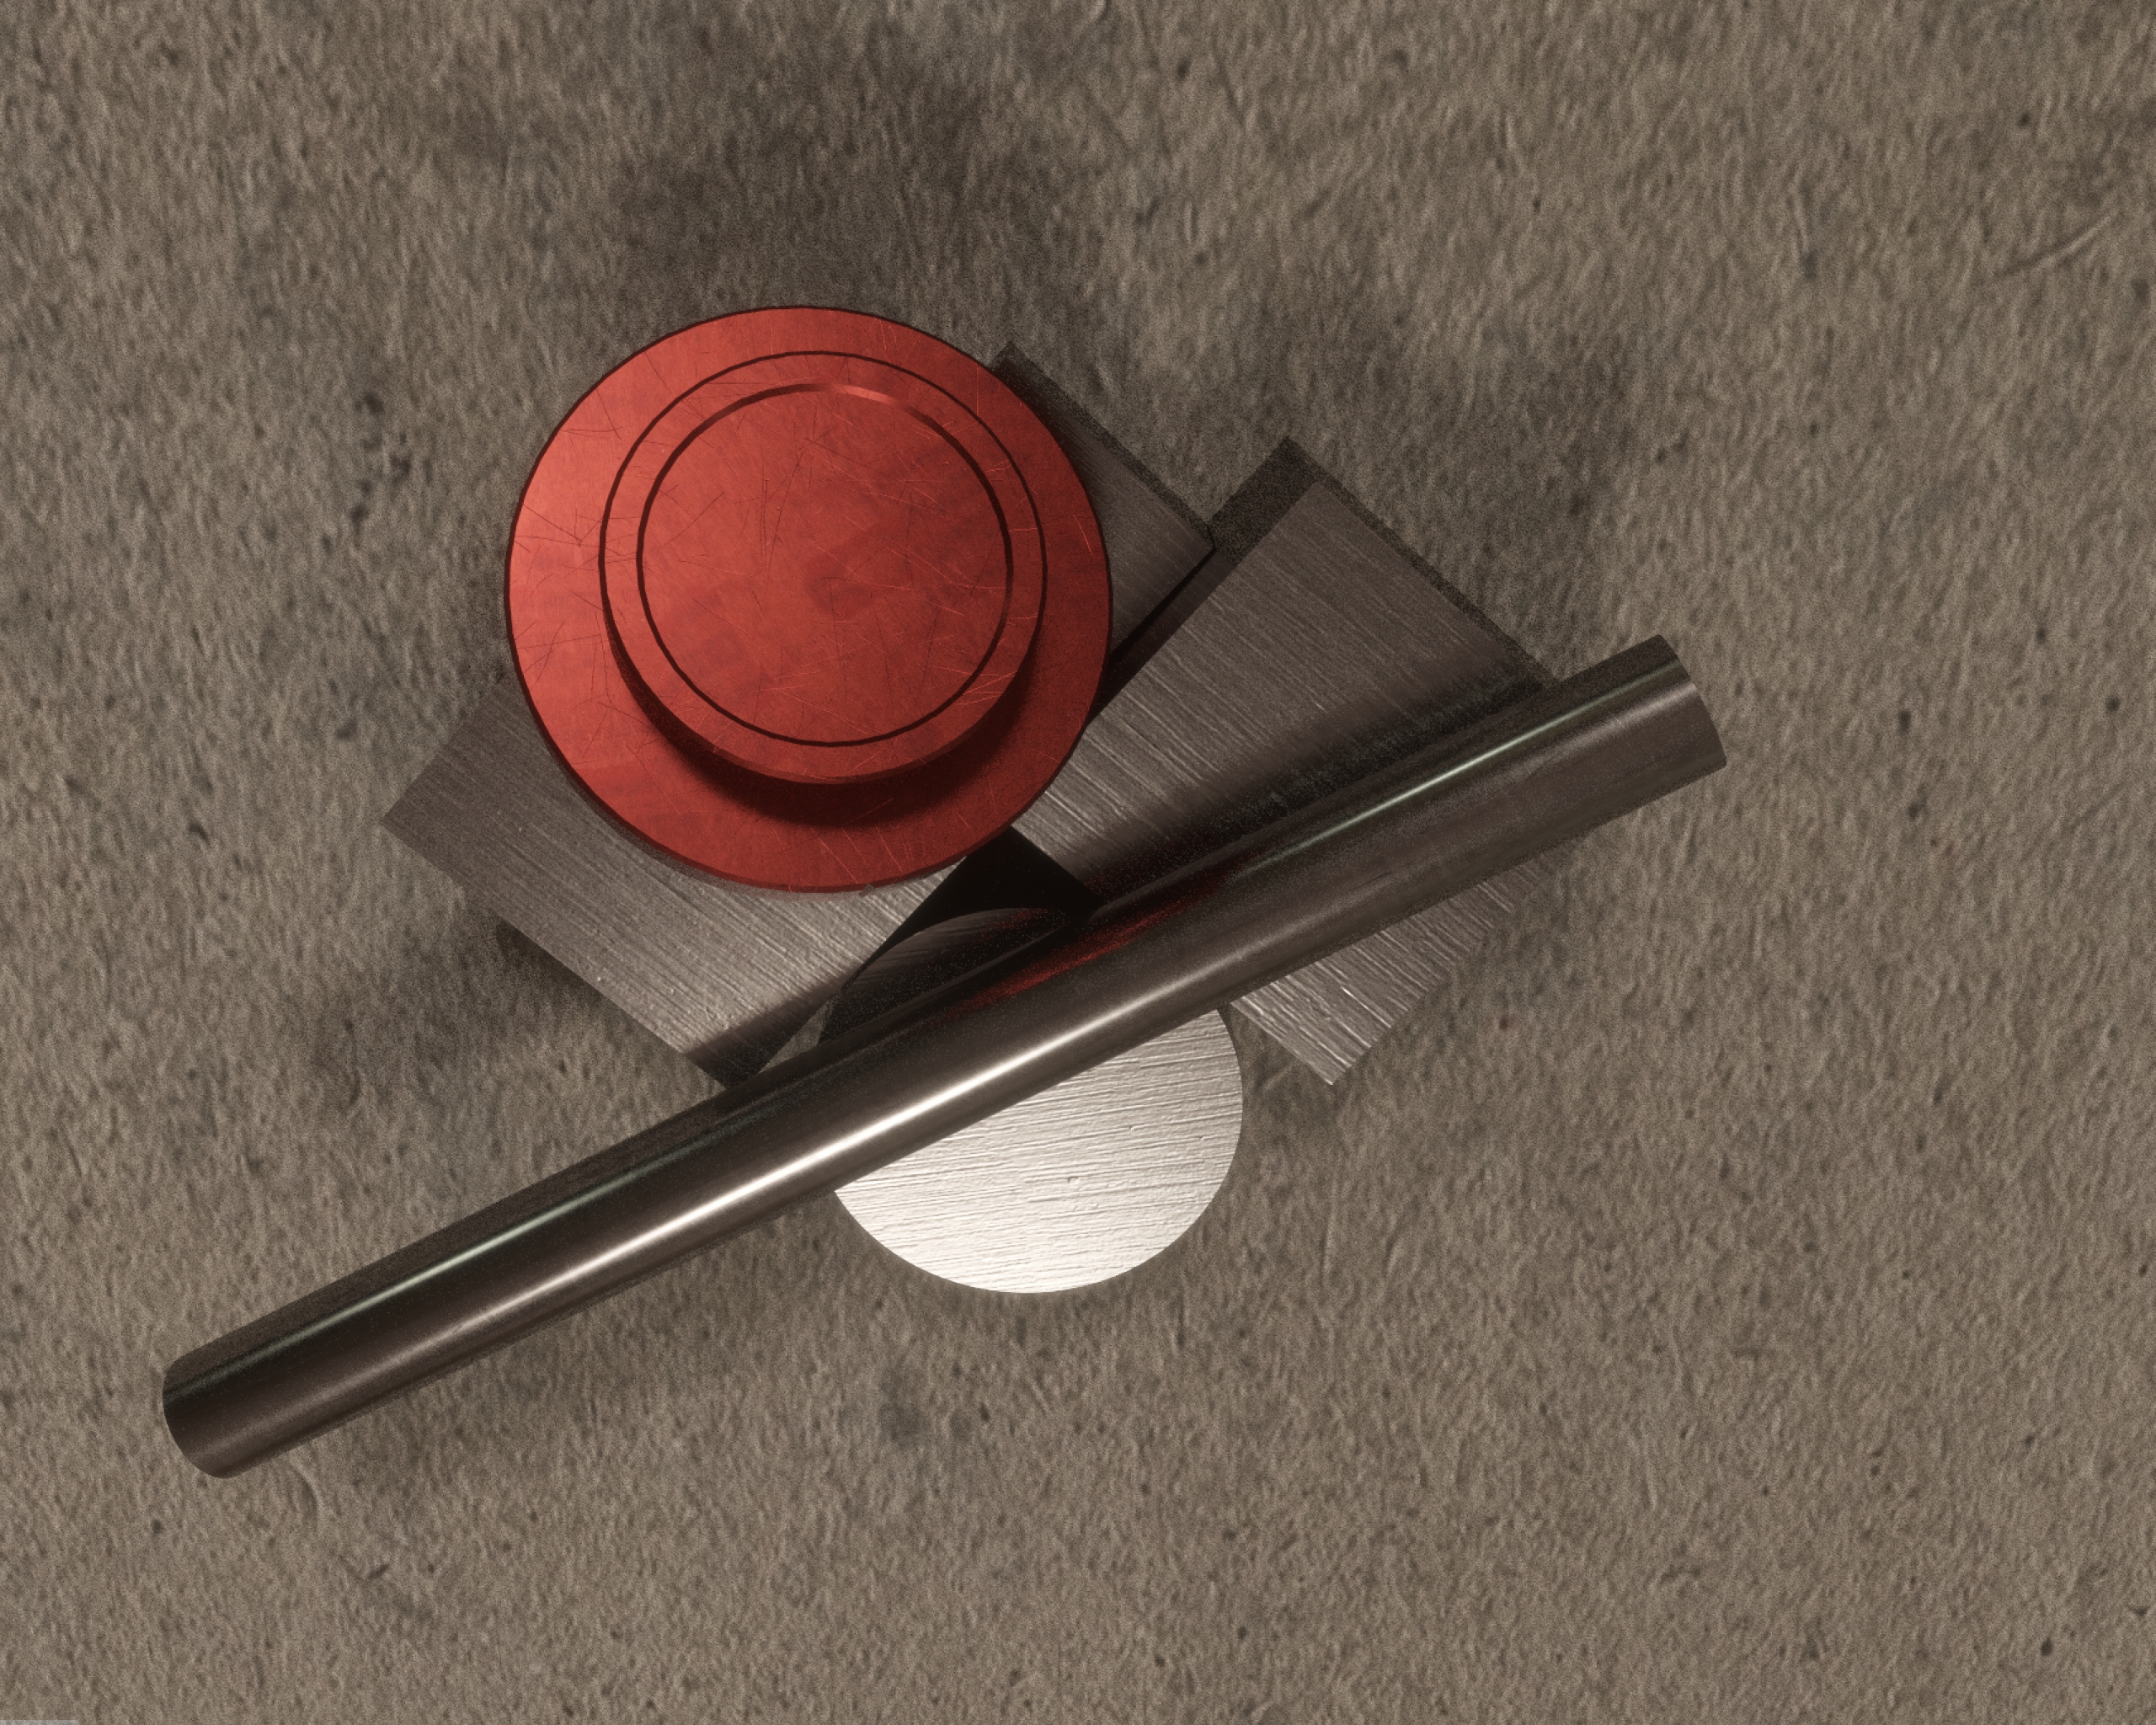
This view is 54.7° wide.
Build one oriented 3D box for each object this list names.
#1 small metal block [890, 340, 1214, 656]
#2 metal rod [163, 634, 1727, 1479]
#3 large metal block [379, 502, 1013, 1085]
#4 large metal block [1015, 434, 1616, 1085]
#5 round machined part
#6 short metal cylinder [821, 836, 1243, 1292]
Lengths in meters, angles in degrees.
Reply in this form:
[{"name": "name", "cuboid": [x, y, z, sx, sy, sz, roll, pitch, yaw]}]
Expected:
[{"name": "small metal block", "cuboid": [-0.011, -0.060, 0.388, 0.050, 0.025, 0.050, 41, 105, -14]}, {"name": "metal rod", "cuboid": [-0.031, 0.039, 0.371, 0.301, 0.025, 0.025, -26, 108, 9]}, {"name": "large metal block", "cuboid": [-0.066, -0.018, 0.389, 0.080, 0.050, 0.080, 40, 105, -14]}, {"name": "large metal block", "cuboid": [0.043, -0.020, 0.391, 0.080, 0.050, 0.080, 40, 105, -14]}, {"name": "round machined part", "cuboid": [-0.042, -0.043, 0.338, 0.099, 0.042, 0.097, 1, 84, -12]}, {"name": "short metal cylinder", "cuboid": [-0.010, 0.037, 0.410, 0.081, 0.050, 0.079, 0, 110, -1]}]
